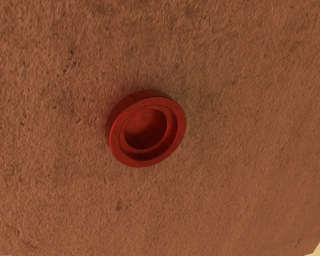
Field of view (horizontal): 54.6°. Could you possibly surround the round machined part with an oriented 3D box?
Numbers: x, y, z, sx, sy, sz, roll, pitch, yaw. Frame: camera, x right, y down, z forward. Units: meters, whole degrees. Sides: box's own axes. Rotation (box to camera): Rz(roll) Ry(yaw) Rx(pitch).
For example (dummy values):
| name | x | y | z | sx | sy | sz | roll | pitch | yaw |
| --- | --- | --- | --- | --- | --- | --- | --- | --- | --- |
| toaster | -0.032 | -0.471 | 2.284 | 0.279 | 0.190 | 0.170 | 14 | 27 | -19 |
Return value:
| name | x | y | z | sx | sy | sz | roll | pitch | yaw |
| --- | --- | --- | --- | --- | --- | --- | --- | --- | --- |
| round machined part | -0.020 | -0.003 | 0.382 | 0.099 | 0.042 | 0.097 | -14 | 124 | -21 |
